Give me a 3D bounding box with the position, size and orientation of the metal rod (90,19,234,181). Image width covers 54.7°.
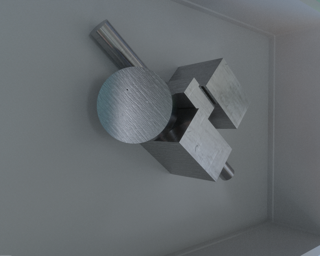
[{"bbox_3d":[0.020,-0.020,0.425,0.300,0.025,0.025,47,62,-30],"label":"metal rod"}]

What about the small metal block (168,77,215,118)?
[{"bbox_3d":[0.032,-0.034,0.387,0.050,0.050,0.025,48,61,-30],"label":"small metal block"}]

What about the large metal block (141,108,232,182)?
[{"bbox_3d":[0.031,0.021,0.398,0.080,0.080,0.050,47,62,-30],"label":"large metal block"}]

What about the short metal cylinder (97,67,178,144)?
[{"bbox_3d":[-0.022,-0.024,0.344,0.050,0.080,0.079,3,88,-80],"label":"short metal cylinder"}]

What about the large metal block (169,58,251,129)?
[{"bbox_3d":[0.064,-0.044,0.426,0.080,0.080,0.050,48,61,-30],"label":"large metal block"}]
